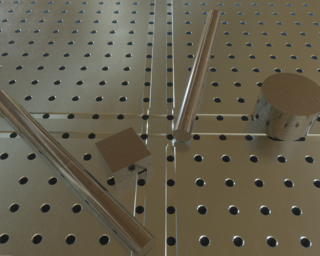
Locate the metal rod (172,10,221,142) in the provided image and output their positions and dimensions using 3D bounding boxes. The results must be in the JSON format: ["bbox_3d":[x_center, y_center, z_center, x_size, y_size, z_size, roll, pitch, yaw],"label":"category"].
[{"bbox_3d":[0.065,-0.101,0.492,0.025,0.025,0.300,11,51,9],"label":"metal rod"}]

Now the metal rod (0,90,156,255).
[{"bbox_3d":[-0.120,0.038,0.374,0.300,0.025,0.025,37,59,27],"label":"metal rod"}]

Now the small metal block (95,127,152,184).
[{"bbox_3d":[-0.044,0.033,0.380,0.050,0.025,0.050,-25,55,-20],"label":"small metal block"}]

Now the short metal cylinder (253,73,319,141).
[{"bbox_3d":[0.171,-0.029,0.417,0.080,0.050,0.080,0,50,0],"label":"short metal cylinder"}]
